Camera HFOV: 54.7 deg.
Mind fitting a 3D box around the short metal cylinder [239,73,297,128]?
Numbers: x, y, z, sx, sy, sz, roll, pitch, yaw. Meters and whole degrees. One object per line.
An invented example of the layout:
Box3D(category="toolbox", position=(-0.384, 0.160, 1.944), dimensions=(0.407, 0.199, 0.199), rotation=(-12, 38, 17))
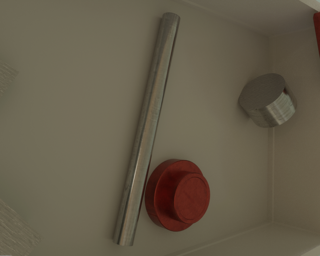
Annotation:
Box3D(category="short metal cylinder", position=(0.184, -0.047, 0.528), dimensions=(0.050, 0.080, 0.080), rotation=(44, 63, -32))

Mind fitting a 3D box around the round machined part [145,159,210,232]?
Box3D(category="round machined part", position=(0.031, 0.093, 0.424), dimensions=(0.099, 0.042, 0.097), rotation=(0, 90, -40))

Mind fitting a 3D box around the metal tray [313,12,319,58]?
Box3D(category="metal tray", position=(0.289, -0.128, 0.495), dimensions=(0.091, 0.030, 0.129), rotation=(-29, 108, -37))

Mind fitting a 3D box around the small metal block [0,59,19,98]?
Box3D(category="small metal block", position=(-0.163, -0.043, 0.270), dimensions=(0.050, 0.025, 0.050), rotation=(39, 66, -33))

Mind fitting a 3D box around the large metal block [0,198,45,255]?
Box3D(category="large metal block", position=(-0.162, 0.093, 0.256), dimensions=(0.080, 0.050, 0.080), rotation=(-49, 119, -29))

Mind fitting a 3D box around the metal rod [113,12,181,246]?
Box3D(category="metal rod", position=(-0.014, -0.006, 0.396), dimensions=(0.025, 0.025, 0.299), rotation=(20, 78, -39))
